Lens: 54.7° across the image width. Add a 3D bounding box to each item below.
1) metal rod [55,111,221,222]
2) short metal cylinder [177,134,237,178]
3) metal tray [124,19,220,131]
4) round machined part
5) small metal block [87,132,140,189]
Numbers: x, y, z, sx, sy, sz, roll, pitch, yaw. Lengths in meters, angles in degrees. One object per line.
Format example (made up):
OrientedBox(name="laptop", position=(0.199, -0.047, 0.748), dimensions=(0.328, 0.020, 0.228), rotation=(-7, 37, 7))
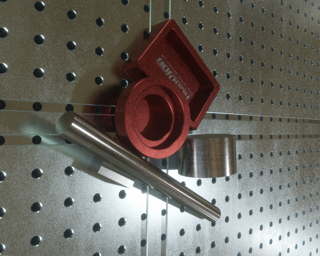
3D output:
OrientedBox(name="metal rod", position=(-0.001, 0.065, 0.384), dimensions=(0.301, 0.025, 0.025), rotation=(39, 66, -43))
OrientedBox(name="short metal cylinder", position=(0.064, 0.036, 0.428), dimensions=(0.081, 0.080, 0.050), rotation=(-5, 94, -40))
OrientedBox(name="metal tray", position=(0.023, -0.069, 0.426), dimensions=(0.130, 0.030, 0.090), rotation=(47, 61, -30))
OrientedBox(name="round machined part", position=(-0.013, -0.012, 0.379), dimensions=(0.099, 0.042, 0.097), rotation=(0, 90, -38))
OrientedBox(name="small metal block", position=(-0.050, 0.039, 0.369), dimensions=(0.050, 0.025, 0.050), rotation=(35, 68, -35))
